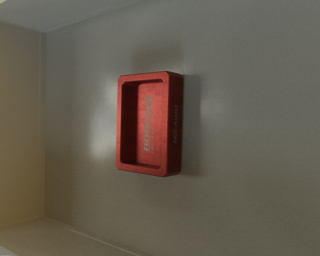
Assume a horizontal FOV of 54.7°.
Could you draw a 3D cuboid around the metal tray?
[{"bbox_3d":[-0.016,-0.006,0.411,0.090,0.030,0.129,2,91,39],"label":"metal tray"}]
